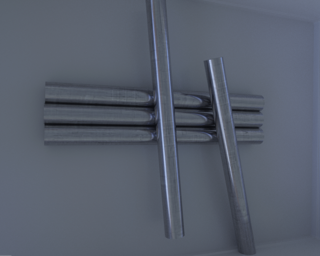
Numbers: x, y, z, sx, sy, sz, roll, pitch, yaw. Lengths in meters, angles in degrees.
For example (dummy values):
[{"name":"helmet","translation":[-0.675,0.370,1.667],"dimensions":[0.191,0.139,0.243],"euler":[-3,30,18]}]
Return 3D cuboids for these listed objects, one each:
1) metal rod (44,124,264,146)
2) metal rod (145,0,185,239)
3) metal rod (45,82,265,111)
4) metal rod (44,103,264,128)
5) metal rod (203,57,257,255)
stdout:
[{"name":"metal rod","translation":[0.007,0.010,0.413],"dimensions":[0.303,0.025,0.025],"euler":[1,90,-21]},{"name":"metal rod","translation":[0.007,-0.013,0.386],"dimensions":[0.025,0.025,0.298],"euler":[-5,92,-20]},{"name":"metal rod","translation":[0.008,-0.040,0.413],"dimensions":[0.303,0.025,0.025],"euler":[1,90,-21]},{"name":"metal rod","translation":[0.007,-0.015,0.413],"dimensions":[0.303,0.025,0.025],"euler":[1,90,-21]},{"name":"metal rod","translation":[0.100,0.054,0.426],"dimensions":[0.025,0.025,0.298],"euler":[-17,103,-20]}]
